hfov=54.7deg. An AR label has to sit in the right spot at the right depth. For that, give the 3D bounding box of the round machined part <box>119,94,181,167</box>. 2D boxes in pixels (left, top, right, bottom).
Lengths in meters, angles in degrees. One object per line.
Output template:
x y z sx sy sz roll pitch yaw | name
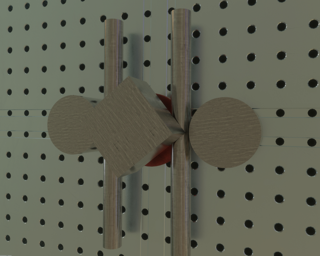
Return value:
-0.014 0.003 0.409 0.098 0.042 0.097 0 90 20 | round machined part

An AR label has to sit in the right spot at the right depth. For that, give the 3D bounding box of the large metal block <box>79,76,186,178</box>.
-0.031 -0.001 0.360 0.080 0.050 0.080 -40 78 15 | large metal block

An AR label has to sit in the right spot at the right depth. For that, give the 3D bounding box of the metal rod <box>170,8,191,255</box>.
0.026 0.007 0.381 0.025 0.025 0.298 0 90 20 | metal rod

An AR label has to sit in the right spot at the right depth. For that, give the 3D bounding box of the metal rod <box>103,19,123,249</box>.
-0.062 0.008 0.412 0.025 0.025 0.298 0 90 20 | metal rod

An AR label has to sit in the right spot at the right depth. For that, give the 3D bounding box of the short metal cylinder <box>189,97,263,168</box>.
0.080 0.005 0.370 0.080 0.050 0.080 0 90 20 | short metal cylinder

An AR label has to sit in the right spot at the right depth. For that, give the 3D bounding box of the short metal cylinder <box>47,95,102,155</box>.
-0.109 -0.004 0.438 0.080 0.050 0.080 0 90 20 | short metal cylinder
